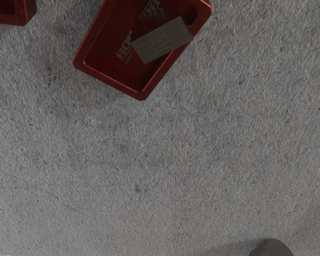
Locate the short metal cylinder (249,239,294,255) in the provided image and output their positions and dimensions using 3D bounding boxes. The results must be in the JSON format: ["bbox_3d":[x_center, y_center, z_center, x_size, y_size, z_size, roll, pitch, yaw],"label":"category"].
[{"bbox_3d":[0.219,0.263,0.597,0.080,0.080,0.050,25,126,-20],"label":"short metal cylinder"}]

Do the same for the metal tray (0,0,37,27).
[{"bbox_3d":[-0.164,-0.160,0.266,0.091,0.030,0.129,5,130,-5],"label":"metal tray"}]

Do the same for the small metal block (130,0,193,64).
[{"bbox_3d":[0.001,-0.093,0.295,0.050,0.050,0.025,-23,127,18],"label":"small metal block"}]

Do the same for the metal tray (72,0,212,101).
[{"bbox_3d":[-0.021,-0.098,0.320,0.090,0.030,0.129,27,125,-21],"label":"metal tray"}]
